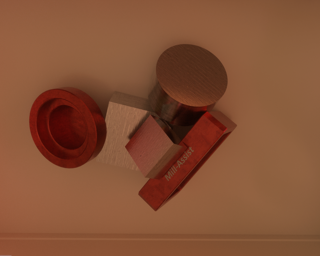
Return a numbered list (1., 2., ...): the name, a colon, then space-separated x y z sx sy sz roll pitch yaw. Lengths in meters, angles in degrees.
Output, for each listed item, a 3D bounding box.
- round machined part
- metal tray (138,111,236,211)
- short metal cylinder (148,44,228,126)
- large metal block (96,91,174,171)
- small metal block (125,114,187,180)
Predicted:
1. round machined part: -0.109 -0.003 0.386 0.098 0.042 0.097 6 106 21
2. metal tray: 0.037 0.038 0.388 0.030 0.090 0.129 42 106 14
3. short metal cylinder: 0.030 -0.048 0.356 0.080 0.080 0.050 15 153 -6
4. large metal block: -0.030 0.006 0.398 0.081 0.050 0.079 14 109 -6
5. small metal block: -0.006 0.022 0.349 0.025 0.050 0.050 20 114 -49
